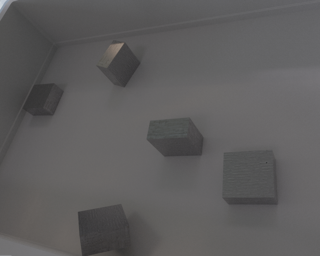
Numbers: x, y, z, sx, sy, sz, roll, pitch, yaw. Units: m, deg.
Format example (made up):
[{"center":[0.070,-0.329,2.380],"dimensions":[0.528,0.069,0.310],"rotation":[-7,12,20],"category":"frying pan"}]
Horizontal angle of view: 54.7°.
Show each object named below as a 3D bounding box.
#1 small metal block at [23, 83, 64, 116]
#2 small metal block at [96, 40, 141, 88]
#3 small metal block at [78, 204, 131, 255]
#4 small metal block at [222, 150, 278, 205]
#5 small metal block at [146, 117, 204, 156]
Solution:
[{"center":[-0.205,-0.050,0.544],"dimensions":[0.050,0.025,0.050],"rotation":[0,62,28],"category":"small metal block"},{"center":[-0.064,-0.100,0.485],"dimensions":[0.025,0.050,0.050],"rotation":[20,73,35],"category":"small metal block"},{"center":[-0.063,0.111,0.342],"dimensions":[0.050,0.025,0.050],"rotation":[-7,14,-15],"category":"small metal block"},{"center":[0.094,0.052,0.324],"dimensions":[0.050,0.025,0.050],"rotation":[-6,59,25],"category":"small metal block"},{"center":[0.019,0.012,0.372],"dimensions":[0.050,0.050,0.025],"rotation":[-4,60,26],"category":"small metal block"}]
